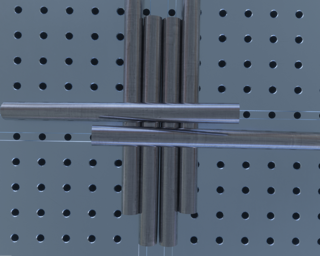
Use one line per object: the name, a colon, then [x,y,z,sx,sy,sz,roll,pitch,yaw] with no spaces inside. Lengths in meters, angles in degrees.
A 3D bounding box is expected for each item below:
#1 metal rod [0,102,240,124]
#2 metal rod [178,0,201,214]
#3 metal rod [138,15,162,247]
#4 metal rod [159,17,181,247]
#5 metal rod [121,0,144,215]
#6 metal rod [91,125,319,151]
metal rod: [-0.056,-0.020,0.390,0.301,0.025,0.025,1,90,9]
metal rod: [0.039,-0.038,0.413,0.025,0.025,0.298,1,90,0]
metal rod: [-0.013,0.004,0.412,0.025,0.025,0.298,1,90,0]
metal rod: [0.014,0.005,0.414,0.025,0.025,0.298,1,90,0]
metal rod: [-0.037,-0.037,0.412,0.025,0.025,0.298,1,90,0]
metal rod: [0.068,0.013,0.393,0.302,0.025,0.025,2,90,-9]
